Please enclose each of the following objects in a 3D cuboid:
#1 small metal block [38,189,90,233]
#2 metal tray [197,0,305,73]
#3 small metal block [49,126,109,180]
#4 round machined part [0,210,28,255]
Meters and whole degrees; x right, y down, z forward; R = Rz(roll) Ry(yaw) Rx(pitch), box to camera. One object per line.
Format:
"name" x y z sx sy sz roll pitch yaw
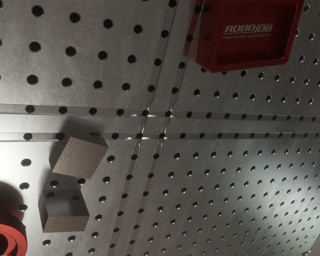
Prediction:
"small metal block" -0.123 0.105 0.394 0.050 0.050 0.025 10 114 -33
"metal tray" 0.115 -0.123 0.396 0.131 0.030 0.089 -11 123 -23
"small metal block" -0.099 0.031 0.378 0.050 0.025 0.050 21 107 -36
"round machined part" -0.213 0.135 0.368 0.099 0.042 0.097 -14 125 -21
